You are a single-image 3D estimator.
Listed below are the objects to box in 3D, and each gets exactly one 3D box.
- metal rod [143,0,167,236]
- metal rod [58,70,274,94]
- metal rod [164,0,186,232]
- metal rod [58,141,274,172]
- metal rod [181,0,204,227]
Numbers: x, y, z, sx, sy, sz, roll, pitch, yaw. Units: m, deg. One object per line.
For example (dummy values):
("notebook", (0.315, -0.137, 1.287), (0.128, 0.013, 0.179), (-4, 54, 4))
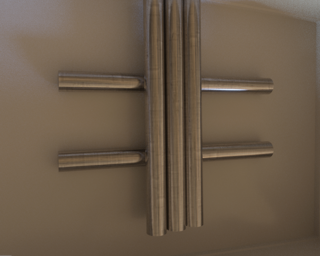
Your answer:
("metal rod", (-0.006, -0.021, 0.379), (0.025, 0.025, 0.298), (-1, 90, -20))
("metal rod", (0.022, -0.059, 0.417), (0.303, 0.025, 0.025), (-2, 91, -20))
("metal rod", (0.018, -0.023, 0.388), (0.025, 0.025, 0.298), (-1, 90, -20))
("metal rod", (0.022, 0.036, 0.417), (0.303, 0.025, 0.025), (-1, 91, -20))
("metal rod", (0.041, -0.026, 0.397), (0.025, 0.025, 0.298), (-1, 90, -20))
